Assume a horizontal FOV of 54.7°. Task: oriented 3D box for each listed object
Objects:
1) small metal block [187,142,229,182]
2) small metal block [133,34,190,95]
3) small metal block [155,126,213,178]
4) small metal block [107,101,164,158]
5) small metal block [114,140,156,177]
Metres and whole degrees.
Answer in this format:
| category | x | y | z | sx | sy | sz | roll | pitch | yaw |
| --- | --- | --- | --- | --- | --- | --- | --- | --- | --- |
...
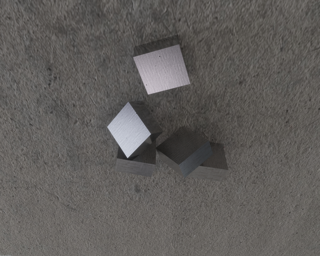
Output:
| category | x | y | z | sx | sy | sz | roll | pitch | yaw |
| --- | --- | --- | --- | --- | --- | --- | --- | --- | --- |
| small metal block | 0.063 | 0.044 | 0.429 | 0.050 | 0.050 | 0.025 | 9 | 130 | -8 |
| small metal block | 0.003 | -0.070 | 0.347 | 0.050 | 0.025 | 0.050 | -13 | 129 | 11 |
| small metal block | 0.031 | 0.030 | 0.403 | 0.050 | 0.050 | 0.025 | -37 | 129 | -17 |
| small metal block | -0.032 | 0.001 | 0.389 | 0.050 | 0.050 | 0.025 | -46 | 161 | 31 |
| small metal block | -0.033 | 0.036 | 0.421 | 0.050 | 0.050 | 0.025 | 11 | 130 | -9 |
